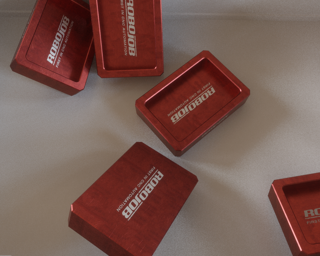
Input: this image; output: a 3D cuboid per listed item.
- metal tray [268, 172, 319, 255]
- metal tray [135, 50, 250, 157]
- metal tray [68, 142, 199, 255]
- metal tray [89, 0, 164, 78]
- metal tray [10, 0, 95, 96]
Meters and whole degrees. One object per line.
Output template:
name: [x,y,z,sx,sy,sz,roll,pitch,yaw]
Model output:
metal tray: [0.204,0.095,0.354,0.131,0.030,0.090,-9,48,-1]
metal tray: [0.044,-0.035,0.419,0.130,0.030,0.090,-38,75,-13]
metal tray: [-0.024,0.078,0.343,0.090,0.030,0.131,31,40,11]
metal tray: [-0.042,-0.135,0.413,0.091,0.030,0.129,-2,110,1]
metal tray: [-0.135,-0.120,0.423,0.090,0.030,0.130,24,67,-32]
